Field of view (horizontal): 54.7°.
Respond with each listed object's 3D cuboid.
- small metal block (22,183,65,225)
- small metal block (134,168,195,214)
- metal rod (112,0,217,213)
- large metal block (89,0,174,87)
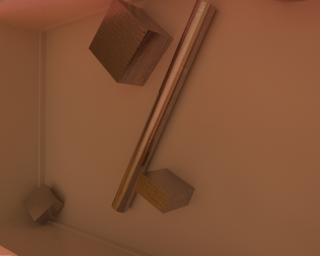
[{"bbox_3d":[-0.211,0.137,0.561,0.050,0.025,0.050,-45,55,-13],"label":"small metal block"},{"bbox_3d":[0.006,0.076,0.384,0.050,0.050,0.025,32,110,35],"label":"small metal block"},{"bbox_3d":[-0.002,-0.014,0.406,0.025,0.025,0.298,36,112,34],"label":"metal rod"},{"bbox_3d":[-0.042,-0.115,0.423,0.080,0.050,0.080,50,119,28],"label":"large metal block"}]
